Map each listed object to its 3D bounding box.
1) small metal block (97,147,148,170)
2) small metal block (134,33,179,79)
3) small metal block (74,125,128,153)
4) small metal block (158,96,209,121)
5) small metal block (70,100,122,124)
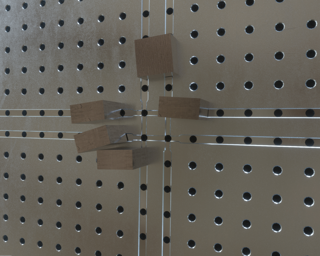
[{"bbox_3d":[-0.049,0.040,0.416,0.050,0.050,0.025,-2,90,19],"label":"small metal block"},{"bbox_3d":[-0.004,-0.094,0.413,0.050,0.025,0.050,-5,88,19],"label":"small metal block"},{"bbox_3d":[-0.081,0.015,0.427,0.050,0.050,0.025,-17,85,19],"label":"small metal block"},{"bbox_3d":[0.030,-0.024,0.388,0.050,0.050,0.025,5,92,19],"label":"small metal block"},{"bbox_3d":[-0.087,-0.021,0.429,0.050,0.050,0.025,-7,88,19],"label":"small metal block"}]
